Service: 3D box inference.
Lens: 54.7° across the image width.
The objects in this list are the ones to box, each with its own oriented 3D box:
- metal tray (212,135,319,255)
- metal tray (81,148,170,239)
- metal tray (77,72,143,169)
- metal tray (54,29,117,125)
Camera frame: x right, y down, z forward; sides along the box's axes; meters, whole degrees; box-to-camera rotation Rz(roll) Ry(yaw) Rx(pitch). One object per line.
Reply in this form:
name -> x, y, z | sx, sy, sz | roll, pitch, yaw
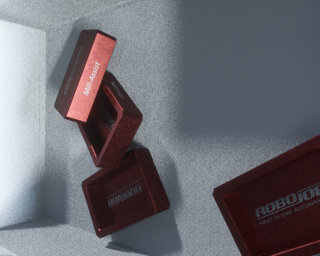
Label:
metal tray -> 0.125, 0.074, 0.299 | 0.130, 0.030, 0.090 | -37, 68, 33
metal tray -> -0.055, 0.095, 0.446 | 0.130, 0.030, 0.090 | -34, 69, 34
metal tray -> -0.079, -0.016, 0.442 | 0.089, 0.030, 0.130 | -61, 40, 22
metal tray -> -0.114, -0.079, 0.461 | 0.090, 0.030, 0.129 | 29, 98, 58
